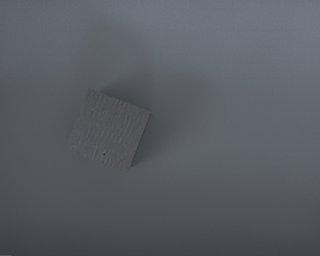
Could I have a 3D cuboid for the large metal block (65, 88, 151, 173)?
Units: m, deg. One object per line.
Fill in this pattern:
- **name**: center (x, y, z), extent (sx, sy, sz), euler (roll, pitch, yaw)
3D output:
- **large metal block**: center (-0.063, 0.003, 0.398), extent (0.080, 0.050, 0.080), euler (21, 90, -1)
